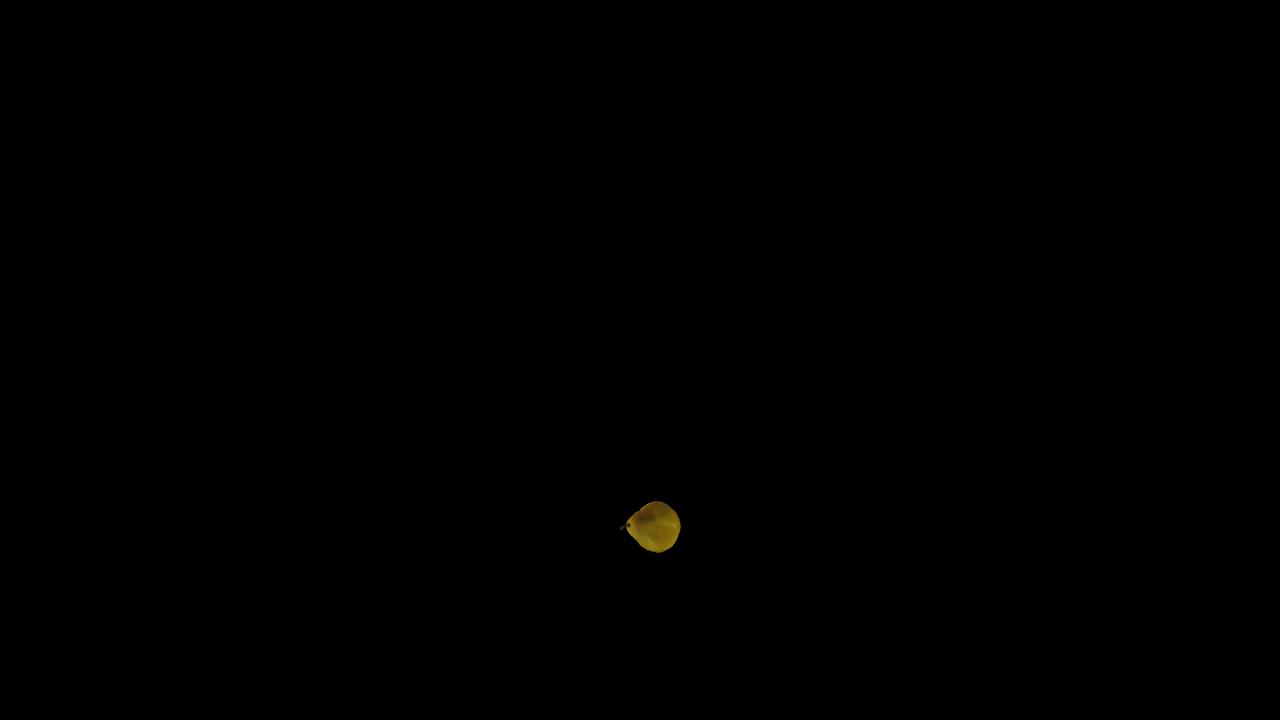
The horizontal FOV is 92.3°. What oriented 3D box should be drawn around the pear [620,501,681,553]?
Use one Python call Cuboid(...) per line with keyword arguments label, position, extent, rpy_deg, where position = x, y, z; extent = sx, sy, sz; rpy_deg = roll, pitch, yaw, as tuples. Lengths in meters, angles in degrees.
Cuboid(label="pear", position=(0.011, 0.263, 0.989), extent=(0.111, 0.080, 0.080), rpy_deg=(30, -19, -37))
